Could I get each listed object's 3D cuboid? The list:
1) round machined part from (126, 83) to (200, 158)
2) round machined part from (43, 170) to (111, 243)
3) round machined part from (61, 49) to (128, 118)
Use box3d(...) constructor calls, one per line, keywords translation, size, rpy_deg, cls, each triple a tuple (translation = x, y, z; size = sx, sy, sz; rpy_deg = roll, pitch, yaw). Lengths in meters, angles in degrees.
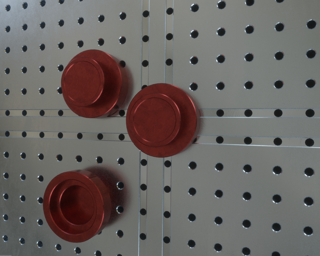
box3d(translation=(0.000, -0.010, 0.403), size=(0.098, 0.042, 0.097), rpy_deg=(0, 90, 19), cls="round machined part")
box3d(translation=(-0.113, 0.108, 0.442), size=(0.098, 0.042, 0.097), rpy_deg=(0, 90, 19), cls="round machined part")
box3d(translation=(-0.099, -0.062, 0.437), size=(0.098, 0.042, 0.097), rpy_deg=(0, 90, 19), cls="round machined part")
